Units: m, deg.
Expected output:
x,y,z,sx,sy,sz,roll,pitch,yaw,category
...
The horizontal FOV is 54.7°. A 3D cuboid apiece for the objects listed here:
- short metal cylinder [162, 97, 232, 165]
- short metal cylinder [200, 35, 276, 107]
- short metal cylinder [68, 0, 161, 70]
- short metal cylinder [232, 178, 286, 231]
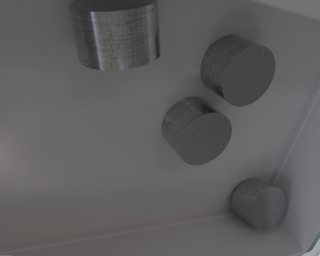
x,y,z,sx,sy,sz,roll,pitch,yaw,category
0.049,0.004,0.422,0.081,0.050,0.079,-14,124,-21,short metal cylinder
0.100,-0.074,0.401,0.081,0.050,0.079,-14,124,-21,short metal cylinder
-0.041,-0.093,0.293,0.081,0.080,0.050,-16,125,-19,short metal cylinder
0.178,0.136,0.558,0.081,0.050,0.079,-6,102,-28,short metal cylinder
